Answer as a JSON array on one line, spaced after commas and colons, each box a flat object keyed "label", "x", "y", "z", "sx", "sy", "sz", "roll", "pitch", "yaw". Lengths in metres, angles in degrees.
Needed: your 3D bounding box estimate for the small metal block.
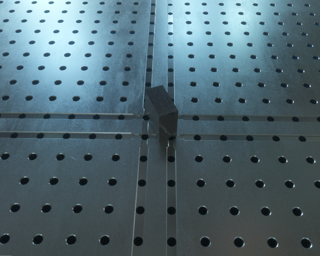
[{"label": "small metal block", "x": 0.001, "y": -0.019, "z": 0.408, "sx": 0.025, "sy": 0.050, "sz": 0.050, "roll": -18, "pitch": 53, "yaw": -14}]
